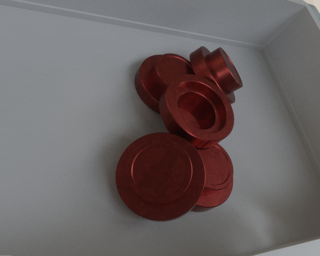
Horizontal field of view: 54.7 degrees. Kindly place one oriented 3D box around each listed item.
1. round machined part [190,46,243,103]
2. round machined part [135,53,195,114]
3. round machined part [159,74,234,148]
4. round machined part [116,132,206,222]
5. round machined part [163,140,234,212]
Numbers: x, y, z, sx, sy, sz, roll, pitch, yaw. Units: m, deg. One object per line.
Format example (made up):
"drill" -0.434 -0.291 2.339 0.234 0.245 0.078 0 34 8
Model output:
"round machined part" 0.089 -0.081 0.465 0.098 0.042 0.098 44 29 -32
"round machined part" 0.017 -0.068 0.444 0.099 0.042 0.098 14 56 -21
"round machined part" 0.043 -0.018 0.400 0.099 0.042 0.098 14 56 -21
"round machined part" 0.000 0.050 0.337 0.099 0.042 0.098 -1 69 3
"round machined part" 0.053 0.052 0.391 0.099 0.042 0.098 14 56 -21
